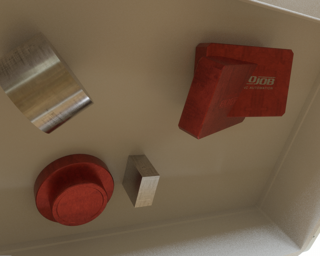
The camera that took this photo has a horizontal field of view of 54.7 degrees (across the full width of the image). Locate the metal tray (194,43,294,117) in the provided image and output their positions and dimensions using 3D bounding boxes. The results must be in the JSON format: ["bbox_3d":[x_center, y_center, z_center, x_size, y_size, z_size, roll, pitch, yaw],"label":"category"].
[{"bbox_3d":[0.109,-0.061,0.406,0.131,0.030,0.089,-2,103,-22],"label":"metal tray"}]

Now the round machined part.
[{"bbox_3d":[-0.105,0.085,0.394,0.099,0.042,0.097,-14,125,-21],"label":"round machined part"}]

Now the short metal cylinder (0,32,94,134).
[{"bbox_3d":[-0.107,-0.041,0.290,0.050,0.080,0.080,-36,129,-5],"label":"short metal cylinder"}]

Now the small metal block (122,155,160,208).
[{"bbox_3d":[-0.027,0.071,0.423,0.025,0.050,0.050,0,118,-29],"label":"small metal block"}]

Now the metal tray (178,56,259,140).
[{"bbox_3d":[0.082,-0.043,0.392,0.131,0.030,0.089,-16,130,-50],"label":"metal tray"}]
